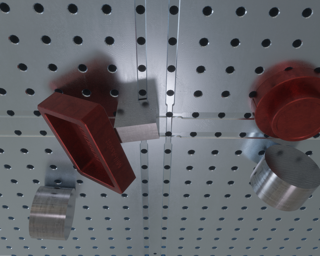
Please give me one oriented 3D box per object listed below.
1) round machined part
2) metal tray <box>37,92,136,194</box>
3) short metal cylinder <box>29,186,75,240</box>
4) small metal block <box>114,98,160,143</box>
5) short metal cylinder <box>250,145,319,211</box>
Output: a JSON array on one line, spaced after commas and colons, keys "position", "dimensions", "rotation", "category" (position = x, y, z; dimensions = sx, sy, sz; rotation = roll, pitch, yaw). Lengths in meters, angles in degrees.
[{"position": [0.168, -0.021, 0.384], "dimensions": [0.099, 0.042, 0.097], "rotation": [0, 130, 0], "category": "round machined part"}, {"position": [-0.090, 0.021, 0.394], "dimensions": [0.090, 0.030, 0.129], "rotation": [16, 140, 35], "category": "metal tray"}, {"position": [-0.167, 0.133, 0.488], "dimensions": [0.050, 0.080, 0.079], "rotation": [6, 130, -5], "category": "short metal cylinder"}, {"position": [-0.027, -0.010, 0.387], "dimensions": [0.050, 0.050, 0.025], "rotation": [-7, 130, 5], "category": "small metal block"}, {"position": [0.176, 0.069, 0.436], "dimensions": [0.081, 0.080, 0.050], "rotation": [9, 130, -8], "category": "short metal cylinder"}]
